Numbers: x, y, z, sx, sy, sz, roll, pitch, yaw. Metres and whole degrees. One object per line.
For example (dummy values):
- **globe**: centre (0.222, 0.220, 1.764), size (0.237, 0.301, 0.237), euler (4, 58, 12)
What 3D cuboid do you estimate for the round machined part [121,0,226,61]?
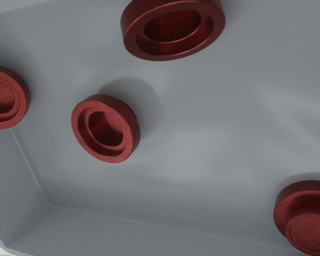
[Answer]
- **round machined part**: centre (0.010, -0.108, 0.301), size (0.098, 0.099, 0.042), euler (-23, 71, 36)

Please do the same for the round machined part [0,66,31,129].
- **round machined part**: centre (-0.251, -0.050, 0.478), size (0.099, 0.042, 0.097), euler (-3, 116, -6)

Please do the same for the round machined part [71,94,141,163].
- **round machined part**: centre (-0.070, -0.003, 0.431), size (0.098, 0.042, 0.097), euler (13, 124, 20)

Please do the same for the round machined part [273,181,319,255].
- **round machined part**: centre (0.187, 0.114, 0.370), size (0.098, 0.042, 0.097), euler (13, 124, 20)
